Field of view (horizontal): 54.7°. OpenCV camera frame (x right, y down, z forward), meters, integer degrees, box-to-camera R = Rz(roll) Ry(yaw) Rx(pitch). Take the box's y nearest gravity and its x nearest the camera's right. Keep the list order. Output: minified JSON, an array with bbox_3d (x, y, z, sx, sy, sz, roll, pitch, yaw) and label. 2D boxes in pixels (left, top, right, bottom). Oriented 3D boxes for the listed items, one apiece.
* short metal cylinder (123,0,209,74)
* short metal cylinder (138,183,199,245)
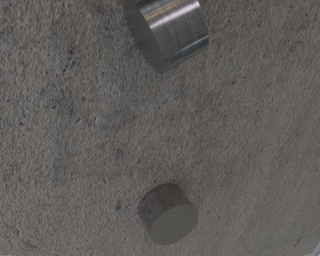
[{"bbox_3d":[0.005,-0.101,0.311,0.050,0.080,0.080,-31,129,-9],"label":"short metal cylinder"},{"bbox_3d":[0.012,0.133,0.479,0.081,0.050,0.079,-14,124,-21],"label":"short metal cylinder"}]
